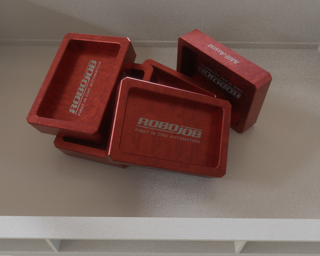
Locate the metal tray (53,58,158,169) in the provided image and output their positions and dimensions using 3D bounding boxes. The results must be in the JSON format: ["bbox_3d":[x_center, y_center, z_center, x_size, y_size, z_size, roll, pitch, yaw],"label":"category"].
[{"bbox_3d":[-0.064,-0.023,0.388,0.090,0.030,0.130,11,68,16],"label":"metal tray"}]

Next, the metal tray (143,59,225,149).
[{"bbox_3d":[0.010,-0.034,0.422,0.130,0.030,0.090,29,64,22],"label":"metal tray"}]

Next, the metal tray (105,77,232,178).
[{"bbox_3d":[0.012,0.003,0.346,0.131,0.030,0.090,11,77,-15],"label":"metal tray"}]

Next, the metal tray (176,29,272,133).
[{"bbox_3d":[0.078,-0.063,0.417,0.030,0.089,0.130,-34,58,-25],"label":"metal tray"}]

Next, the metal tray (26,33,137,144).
[{"bbox_3d":[-0.091,-0.052,0.373,0.090,0.030,0.130,10,68,15],"label":"metal tray"}]
